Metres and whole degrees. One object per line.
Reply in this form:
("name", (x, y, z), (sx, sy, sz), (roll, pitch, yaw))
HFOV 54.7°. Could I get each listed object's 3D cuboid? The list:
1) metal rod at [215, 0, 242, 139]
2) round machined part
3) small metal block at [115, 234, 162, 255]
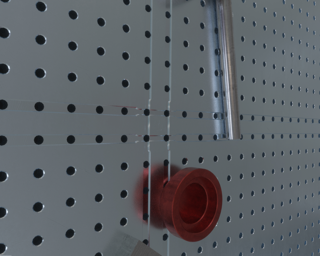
("metal rod", (0.108, -0.131, 0.498), (0.025, 0.025, 0.298), (-9, 96, -40))
("round machined part", (0.039, 0.103, 0.431), (0.099, 0.042, 0.097), (0, 90, -40))
("small metal block", (-0.030, 0.169, 0.384), (0.050, 0.025, 0.050), (47, 62, -30))
